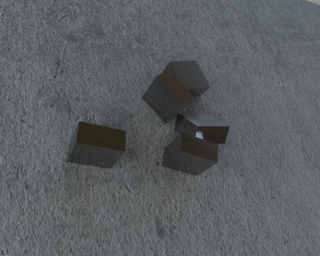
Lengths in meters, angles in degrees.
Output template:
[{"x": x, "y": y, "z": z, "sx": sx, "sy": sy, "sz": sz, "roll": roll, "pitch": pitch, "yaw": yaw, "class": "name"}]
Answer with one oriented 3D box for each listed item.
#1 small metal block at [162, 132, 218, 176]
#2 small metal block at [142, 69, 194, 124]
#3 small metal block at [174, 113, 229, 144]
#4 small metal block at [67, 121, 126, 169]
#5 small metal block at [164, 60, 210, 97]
[{"x": 0.037, "y": 0.034, "z": 0.386, "sx": 0.050, "sy": 0.050, "sz": 0.025, "roll": 18, "pitch": 56, "yaw": -18, "class": "small metal block"}, {"x": 0.010, "y": -0.041, "z": 0.418, "sx": 0.050, "sy": 0.050, "sz": 0.025, "roll": 47, "pitch": 51, "yaw": 5, "class": "small metal block"}, {"x": 0.055, "y": 0.000, "z": 0.416, "sx": 0.050, "sy": 0.025, "sz": 0.050, "roll": 0, "pitch": 22, "yaw": -29, "class": "small metal block"}, {"x": -0.070, "y": 0.020, "z": 0.338, "sx": 0.050, "sy": 0.050, "sz": 0.025, "roll": 12, "pitch": 57, "yaw": -22, "class": "small metal block"}, {"x": 0.040, "y": -0.074, "z": 0.470, "sx": 0.050, "sy": 0.025, "sz": 0.050, "roll": -10, "pitch": 67, "yaw": -33, "class": "small metal block"}]
